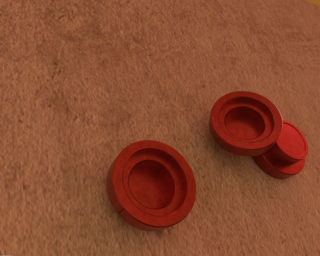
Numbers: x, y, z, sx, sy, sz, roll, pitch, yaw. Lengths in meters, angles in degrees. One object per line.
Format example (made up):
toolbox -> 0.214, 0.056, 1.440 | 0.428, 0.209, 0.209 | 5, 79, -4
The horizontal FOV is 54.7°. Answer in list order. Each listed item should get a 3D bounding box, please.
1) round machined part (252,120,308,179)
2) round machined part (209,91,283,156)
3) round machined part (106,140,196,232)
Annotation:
round machined part -> 0.189, 0.026, 0.481 | 0.099, 0.042, 0.098 | 14, 56, -21
round machined part -> 0.120, -0.002, 0.445 | 0.099, 0.042, 0.098 | -1, 58, 1
round machined part -> -0.013, 0.066, 0.347 | 0.099, 0.042, 0.098 | 14, 56, -21
